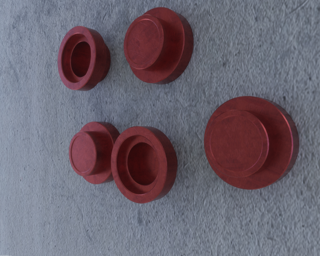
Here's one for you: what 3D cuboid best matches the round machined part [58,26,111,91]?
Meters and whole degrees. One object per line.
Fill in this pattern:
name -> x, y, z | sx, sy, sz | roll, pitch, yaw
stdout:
round machined part -> -0.116, -0.107, 0.490 | 0.098, 0.042, 0.097 | 0, 90, 40

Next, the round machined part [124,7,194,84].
round machined part -> -0.009, -0.107, 0.401 | 0.098, 0.042, 0.097 | 0, 90, 40

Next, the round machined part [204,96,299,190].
round machined part -> 0.087, 0.015, 0.322 | 0.098, 0.042, 0.097 | 0, 90, 40

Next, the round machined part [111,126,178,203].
round machined part -> -0.016, 0.046, 0.407 | 0.098, 0.042, 0.097 | 0, 90, 40

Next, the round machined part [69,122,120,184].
round machined part -> -0.104, 0.039, 0.480 | 0.098, 0.042, 0.097 | 0, 90, 40
